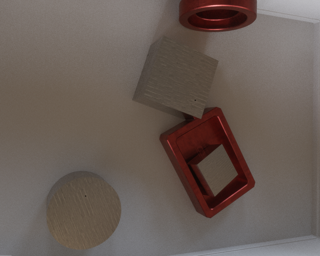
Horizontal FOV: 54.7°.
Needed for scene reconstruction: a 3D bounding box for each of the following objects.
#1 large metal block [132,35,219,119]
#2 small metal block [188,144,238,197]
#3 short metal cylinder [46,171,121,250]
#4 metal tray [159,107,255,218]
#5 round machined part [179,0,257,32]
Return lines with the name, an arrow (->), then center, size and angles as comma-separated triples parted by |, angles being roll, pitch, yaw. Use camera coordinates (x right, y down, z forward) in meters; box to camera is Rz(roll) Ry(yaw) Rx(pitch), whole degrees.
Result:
large metal block -> 0.020, -0.062, 0.405 | 0.081, 0.050, 0.080 | 20, 83, -19
small metal block -> 0.071, 0.056, 0.420 | 0.050, 0.025, 0.050 | -35, 102, -29
short metal cylinder -> -0.091, 0.094, 0.364 | 0.081, 0.050, 0.079 | 0, 90, -21
metal tray -> 0.068, 0.047, 0.434 | 0.091, 0.030, 0.129 | -30, 100, -18
round machined part -> 0.074, -0.160, 0.400 | 0.099, 0.098, 0.042 | 1, 90, -20
